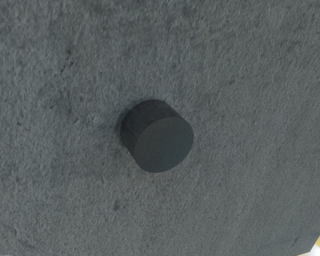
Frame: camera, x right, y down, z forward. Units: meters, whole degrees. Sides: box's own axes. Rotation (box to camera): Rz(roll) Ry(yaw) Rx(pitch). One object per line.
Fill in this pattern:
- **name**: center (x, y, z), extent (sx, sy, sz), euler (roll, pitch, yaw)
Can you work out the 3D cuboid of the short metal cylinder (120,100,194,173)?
- **short metal cylinder**: center (-0.004, 0.010, 0.396), extent (0.081, 0.050, 0.079), euler (-14, 125, -21)
